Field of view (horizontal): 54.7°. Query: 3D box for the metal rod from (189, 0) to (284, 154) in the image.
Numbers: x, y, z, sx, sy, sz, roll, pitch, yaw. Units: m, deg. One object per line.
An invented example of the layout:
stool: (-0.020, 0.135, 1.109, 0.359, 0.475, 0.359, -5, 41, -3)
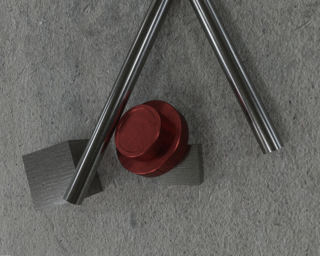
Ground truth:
metal rod: (0.073, -0.110, 0.382, 0.025, 0.025, 0.299, -26, 82, 18)

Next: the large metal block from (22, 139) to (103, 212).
large metal block: (-0.139, 0.066, 0.443, 0.080, 0.050, 0.080, -18, 84, 18)

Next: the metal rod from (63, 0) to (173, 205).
metal rod: (-0.050, -0.045, 0.398, 0.025, 0.025, 0.299, 23, 87, 18)

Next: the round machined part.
round machined part: (-0.017, 0.009, 0.385, 0.098, 0.042, 0.098, -14, 62, 29)

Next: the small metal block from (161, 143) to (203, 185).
small metal block: (0.028, 0.046, 0.399, 0.050, 0.025, 0.050, -3, 89, 19)
